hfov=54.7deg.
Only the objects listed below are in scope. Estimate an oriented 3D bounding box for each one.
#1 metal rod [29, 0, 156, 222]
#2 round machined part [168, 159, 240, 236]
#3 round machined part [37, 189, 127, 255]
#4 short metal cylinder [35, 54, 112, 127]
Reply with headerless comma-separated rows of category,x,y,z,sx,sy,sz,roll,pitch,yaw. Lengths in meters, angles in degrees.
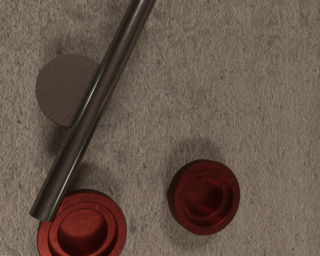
metal rod,-0.061,-0.046,0.333,0.025,0.025,0.299,26,81,-19
round machined part,0.056,0.091,0.422,0.099,0.042,0.097,0,90,-21
round machined part,-0.092,0.120,0.367,0.099,0.042,0.097,0,90,-21
short metal cylinder,-0.100,-0.041,0.359,0.081,0.050,0.079,0,90,-20
